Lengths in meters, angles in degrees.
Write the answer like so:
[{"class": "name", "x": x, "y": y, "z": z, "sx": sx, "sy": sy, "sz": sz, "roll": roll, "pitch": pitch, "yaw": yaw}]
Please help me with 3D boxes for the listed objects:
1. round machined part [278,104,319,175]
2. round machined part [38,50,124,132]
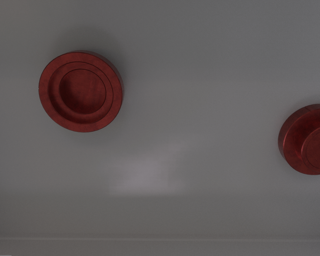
[{"class": "round machined part", "x": 0.214, "y": 0.020, "z": 0.411, "sx": 0.099, "sy": 0.042, "sz": 0.097, "roll": 0, "pitch": 110, "yaw": 0}, {"class": "round machined part", "x": -0.094, "y": -0.047, "z": 0.384, "sx": 0.099, "sy": 0.042, "sz": 0.097, "roll": 0, "pitch": 110, "yaw": 0}]
